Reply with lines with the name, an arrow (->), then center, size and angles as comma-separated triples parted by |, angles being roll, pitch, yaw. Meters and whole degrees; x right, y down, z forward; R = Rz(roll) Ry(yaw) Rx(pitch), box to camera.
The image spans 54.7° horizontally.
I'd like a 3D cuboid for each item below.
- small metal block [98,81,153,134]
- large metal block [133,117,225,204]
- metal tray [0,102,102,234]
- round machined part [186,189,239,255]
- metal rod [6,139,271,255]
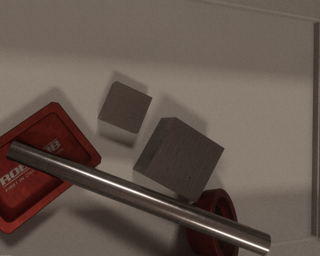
small metal block -> -0.045, -0.025, 0.395 | 0.050, 0.025, 0.050 | 24, 82, -19
large metal block -> 0.024, 0.041, 0.407 | 0.080, 0.050, 0.080 | 32, 79, -18
metal tray -> -0.146, 0.042, 0.354 | 0.131, 0.030, 0.090 | -39, 103, -16
round machined part -> 0.068, 0.132, 0.411 | 0.098, 0.042, 0.098 | 34, 50, -51
metal rod -> -0.021, 0.078, 0.346 | 0.301, 0.025, 0.025 | 21, 83, -3
